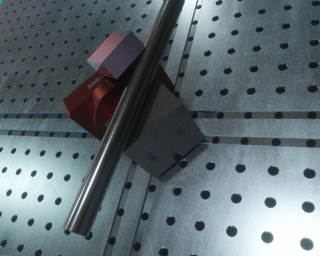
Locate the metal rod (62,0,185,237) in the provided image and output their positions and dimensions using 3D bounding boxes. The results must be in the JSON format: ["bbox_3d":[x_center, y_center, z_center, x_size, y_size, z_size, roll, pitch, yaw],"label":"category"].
[{"bbox_3d":[-0.029,-0.034,0.340,0.025,0.025,0.300,7,65,31],"label":"metal rod"}]

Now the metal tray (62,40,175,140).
[{"bbox_3d":[-0.052,-0.045,0.419,0.130,0.090,0.030,-40,51,1],"label":"metal tray"}]

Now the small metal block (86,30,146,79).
[{"bbox_3d":[-0.052,-0.086,0.362,0.050,0.025,0.050,-50,33,-10],"label":"small metal block"}]

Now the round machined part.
[{"bbox_3d":[-0.038,-0.022,0.398,0.098,0.098,0.042,-41,51,0],"label":"round machined part"}]

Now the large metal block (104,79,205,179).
[{"bbox_3d":[-0.004,0.004,0.368,0.080,0.080,0.050,-40,51,1],"label":"large metal block"}]
